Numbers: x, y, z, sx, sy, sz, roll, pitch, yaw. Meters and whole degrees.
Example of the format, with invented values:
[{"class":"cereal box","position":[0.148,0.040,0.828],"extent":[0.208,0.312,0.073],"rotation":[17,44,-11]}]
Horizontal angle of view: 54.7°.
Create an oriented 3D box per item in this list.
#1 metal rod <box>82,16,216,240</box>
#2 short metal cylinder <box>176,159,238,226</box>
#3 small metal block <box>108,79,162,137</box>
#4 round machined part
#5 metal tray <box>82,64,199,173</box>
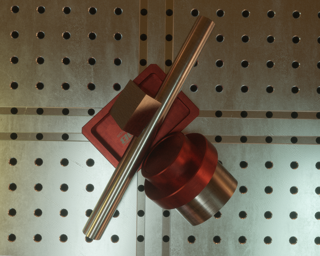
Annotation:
[{"class":"metal rod","position":[-0.013,0.000,0.383],"extent":[0.025,0.025,0.299],"rotation":[28,90,-1]},{"class":"short metal cylinder","position":[0.049,0.074,0.385],"extent":[0.080,0.080,0.050],"rotation":[-43,91,0]},{"class":"small metal block","position":[-0.032,-0.025,0.378],"extent":[0.025,0.050,0.050],"rotation":[28,102,-38]},{"class":"round machined part","position":[0.016,0.043,0.367],"extent":[0.098,0.098,0.042],"rotation":[-46,112,0]},{"class":"metal tray","position":[-0.025,-0.009,0.410],"extent":[0.130,0.030,0.090],"rotation":[-43,91,0]}]
